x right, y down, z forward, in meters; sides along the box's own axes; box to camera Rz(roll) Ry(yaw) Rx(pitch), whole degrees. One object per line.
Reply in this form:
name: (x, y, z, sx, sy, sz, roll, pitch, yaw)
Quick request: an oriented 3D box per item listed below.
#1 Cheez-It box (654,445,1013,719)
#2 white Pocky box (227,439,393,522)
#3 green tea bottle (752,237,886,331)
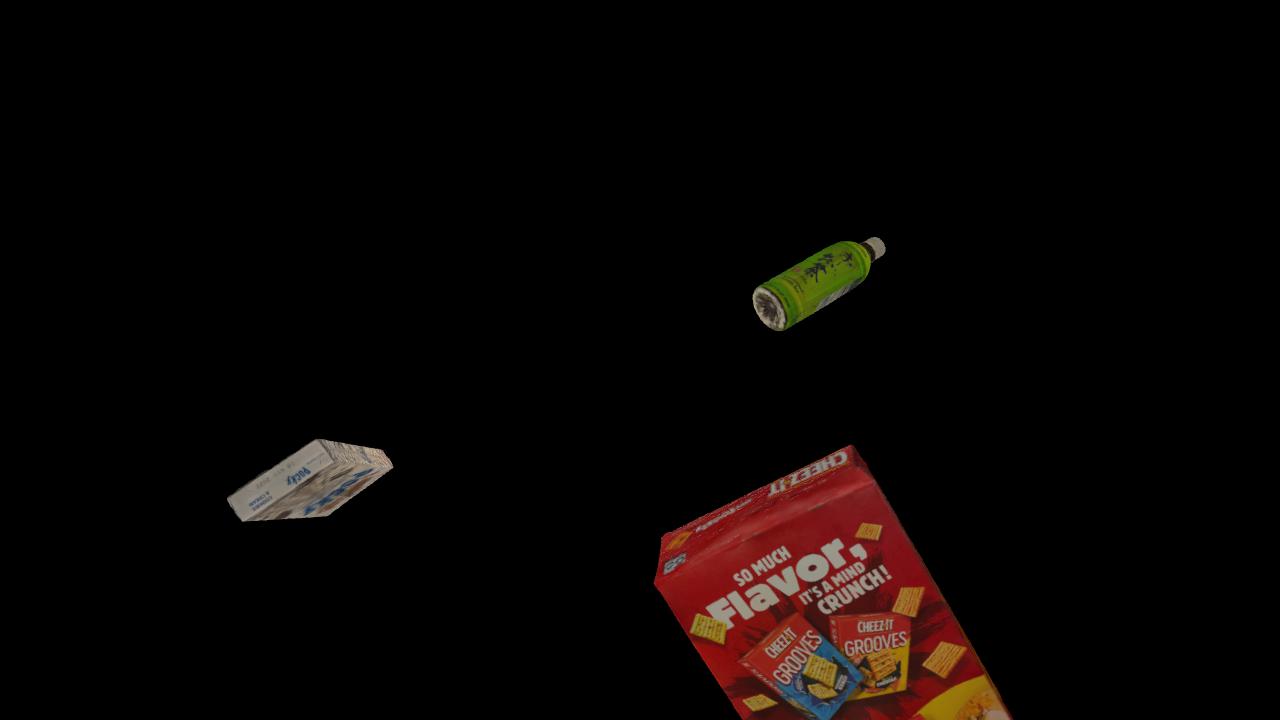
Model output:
Cheez-It box: (0.136, 0.196, 0.444, 0.166, 0.223, 0.071, -31, 9, 13)
white Pocky box: (-0.290, 0.110, 0.560, 0.084, 0.028, 0.154, -37, -7, -10)
green tea bottle: (0.257, -0.114, 0.855, 0.212, 0.073, 0.073, -28, 11, -20)
